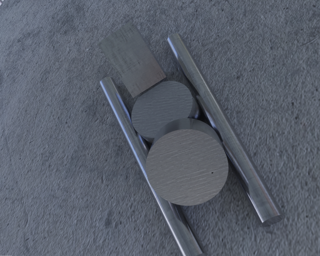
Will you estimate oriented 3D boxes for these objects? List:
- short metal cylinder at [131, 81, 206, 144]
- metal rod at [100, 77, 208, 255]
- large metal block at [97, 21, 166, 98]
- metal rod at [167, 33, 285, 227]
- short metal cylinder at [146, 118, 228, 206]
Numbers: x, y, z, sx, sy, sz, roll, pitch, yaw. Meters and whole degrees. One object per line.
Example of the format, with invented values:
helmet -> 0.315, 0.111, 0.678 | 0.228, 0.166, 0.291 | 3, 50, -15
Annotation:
short metal cylinder -> 0.011, -0.012, 0.391 | 0.080, 0.050, 0.080 | -13, 56, 21
metal rod -> -0.024, 0.029, 0.399 | 0.025, 0.025, 0.300 | -35, 51, 5
large metal block -> -0.034, -0.093, 0.425 | 0.050, 0.080, 0.080 | -32, 10, 8
metal rod -> 0.065, -0.023, 0.385 | 0.025, 0.025, 0.299 | -28, 52, 10
short metal cylinder -> 0.028, 0.034, 0.327 | 0.080, 0.080, 0.050 | -28, 10, 10
